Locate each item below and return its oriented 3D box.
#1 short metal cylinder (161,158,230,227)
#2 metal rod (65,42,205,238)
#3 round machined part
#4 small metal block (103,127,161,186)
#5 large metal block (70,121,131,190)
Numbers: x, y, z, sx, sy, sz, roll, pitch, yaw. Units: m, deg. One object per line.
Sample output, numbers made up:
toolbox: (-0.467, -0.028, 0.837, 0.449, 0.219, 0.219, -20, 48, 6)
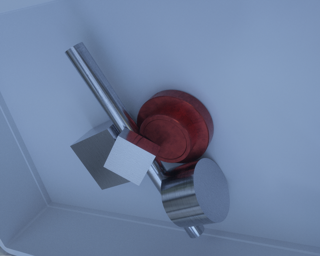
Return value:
short metal cylinder: (0.046, 0.083, 0.397, 0.050, 0.080, 0.080, -22, 107, 36)
metal rod: (-0.026, 0.026, 0.408, 0.025, 0.025, 0.299, -23, 107, 36)
round machined part: (0.014, 0.005, 0.389, 0.098, 0.042, 0.097, 13, 124, 20)
small metal block: (-0.035, 0.035, 0.383, 0.050, 0.025, 0.050, 29, 117, 1)
large metal block: (-0.065, 0.034, 0.441, 0.080, 0.050, 0.080, -22, 107, 36)
